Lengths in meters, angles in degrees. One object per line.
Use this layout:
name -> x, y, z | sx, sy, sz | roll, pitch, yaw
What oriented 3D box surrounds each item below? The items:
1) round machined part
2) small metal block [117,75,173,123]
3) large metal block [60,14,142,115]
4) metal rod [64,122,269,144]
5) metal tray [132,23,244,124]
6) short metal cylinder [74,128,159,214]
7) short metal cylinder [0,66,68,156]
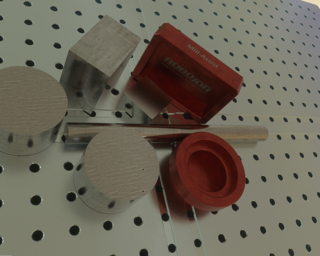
round machined part -> 0.055, 0.057, 0.392 | 0.099, 0.042, 0.098 | 14, 56, -21
small metal block -> -0.020, -0.036, 0.419 | 0.050, 0.025, 0.050 | 43, 51, 1
large metal block -> -0.075, -0.077, 0.379 | 0.050, 0.080, 0.080 | 34, 51, -7
metal rod -> 0.028, 0.007, 0.418 | 0.303, 0.025, 0.025 | 1, 62, -28
metal tray -> 0.036, -0.070, 0.428 | 0.130, 0.090, 0.030 | 35, 51, -6
short metal cylinder -> -0.048, 0.047, 0.337 | 0.081, 0.050, 0.080 | 14, 56, -21
short metal cylinder -> -0.143, -0.018, 0.325 | 0.081, 0.050, 0.080 | 14, 56, -21
